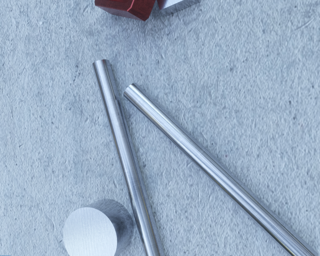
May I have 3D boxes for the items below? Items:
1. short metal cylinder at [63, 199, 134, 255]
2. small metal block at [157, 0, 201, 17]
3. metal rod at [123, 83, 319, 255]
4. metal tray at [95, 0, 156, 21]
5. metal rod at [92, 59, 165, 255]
[{"bbox_3d":[-0.083,0.142,0.424,0.080,0.050,0.079,0,90,19],"label":"short metal cylinder"},{"bbox_3d":[0.020,-0.181,0.401,0.050,0.025,0.050,-17,85,18],"label":"small metal block"},{"bbox_3d":[0.064,0.049,0.385,0.300,0.025,0.025,44,103,14],"label":"metal rod"},{"bbox_3d":[-0.029,-0.209,0.395,0.090,0.030,0.129,30,101,44],"label":"metal tray"},{"bbox_3d":[-0.042,0.051,0.422,0.025,0.025,0.298,-18,84,19],"label":"metal rod"}]
